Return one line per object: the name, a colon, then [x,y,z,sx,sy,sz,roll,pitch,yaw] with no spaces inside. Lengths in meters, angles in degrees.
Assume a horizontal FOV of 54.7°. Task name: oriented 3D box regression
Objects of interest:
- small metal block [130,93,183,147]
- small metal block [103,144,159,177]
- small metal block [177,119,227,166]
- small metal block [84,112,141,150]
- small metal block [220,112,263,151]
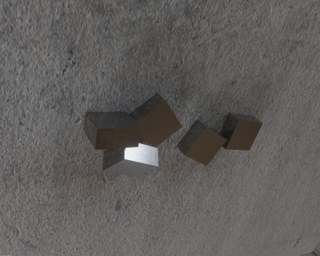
small metal block: [-0.007,-0.008,0.398,0.050,0.025,0.050,-38,129,-3]
small metal block: [-0.038,0.040,0.395,0.050,0.025,0.050,18,147,-35]
small metal block: [0.062,0.022,0.454,0.050,0.025,0.050,28,103,-38]
small metal block: [-0.056,0.002,0.359,0.050,0.050,0.025,-2,114,-28]
small metal block: [0.123,0.006,0.477,0.050,0.025,0.050,5,116,-31]
